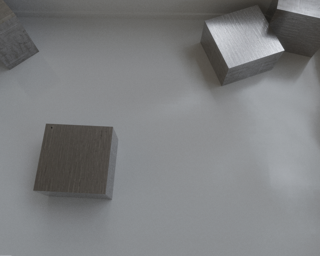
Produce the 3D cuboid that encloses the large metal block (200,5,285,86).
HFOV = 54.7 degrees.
[{"bbox_3d":[0.113,-0.116,0.439,0.080,0.050,0.080,-19,71,-7],"label":"large metal block"}]

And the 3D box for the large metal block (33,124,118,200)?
[{"bbox_3d":[-0.098,0.042,0.380,0.080,0.050,0.080,3,70,1],"label":"large metal block"}]

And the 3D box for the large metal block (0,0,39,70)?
[{"bbox_3d":[-0.226,-0.142,0.431,0.050,0.080,0.080,-38,75,-13],"label":"large metal block"}]

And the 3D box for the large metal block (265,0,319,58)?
[{"bbox_3d":[0.194,-0.151,0.437,0.080,0.080,0.050,15,71,5],"label":"large metal block"}]
